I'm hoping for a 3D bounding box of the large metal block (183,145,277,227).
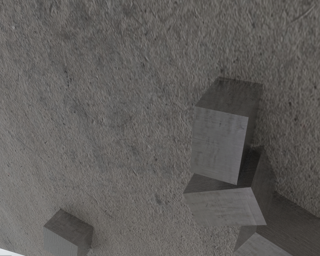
[{"bbox_3d":[0.085,0.069,0.369,0.080,0.080,0.050,-14,111,34],"label":"large metal block"}]

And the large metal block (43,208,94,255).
[{"bbox_3d":[-0.186,0.223,0.627,0.080,0.050,0.079,24,127,13],"label":"large metal block"}]

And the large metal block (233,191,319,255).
[{"bbox_3d":[0.146,0.132,0.376,0.080,0.080,0.050,32,129,8],"label":"large metal block"}]

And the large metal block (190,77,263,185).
[{"bbox_3d":[0.072,0.000,0.333,0.050,0.080,0.079,14,124,21],"label":"large metal block"}]
